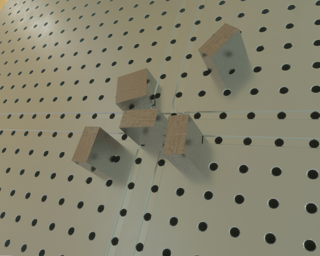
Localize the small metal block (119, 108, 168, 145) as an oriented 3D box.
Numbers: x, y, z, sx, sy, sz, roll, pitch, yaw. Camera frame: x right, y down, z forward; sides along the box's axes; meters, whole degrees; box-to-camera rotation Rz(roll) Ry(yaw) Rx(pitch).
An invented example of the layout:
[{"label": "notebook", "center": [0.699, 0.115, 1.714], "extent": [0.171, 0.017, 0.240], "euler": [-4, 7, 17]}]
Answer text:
[{"label": "small metal block", "center": [-0.016, 0.000, 0.402], "extent": [0.050, 0.050, 0.025], "euler": [-3, 61, 27]}]

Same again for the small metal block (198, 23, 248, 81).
[{"label": "small metal block", "center": [0.084, -0.100, 0.410], "extent": [0.050, 0.050, 0.025], "euler": [-45, 51, -3]}]

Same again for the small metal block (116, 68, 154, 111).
[{"label": "small metal block", "center": [-0.037, -0.056, 0.463], "extent": [0.050, 0.025, 0.050], "euler": [-14, 56, 20]}]

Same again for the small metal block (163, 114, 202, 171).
[{"label": "small metal block", "center": [0.028, 0.018, 0.367], "extent": [0.025, 0.050, 0.050], "euler": [-5, 59, 26]}]

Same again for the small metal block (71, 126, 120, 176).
[{"label": "small metal block", "center": [-0.085, 0.032, 0.419], "extent": [0.025, 0.050, 0.050], "euler": [2, 63, 29]}]
